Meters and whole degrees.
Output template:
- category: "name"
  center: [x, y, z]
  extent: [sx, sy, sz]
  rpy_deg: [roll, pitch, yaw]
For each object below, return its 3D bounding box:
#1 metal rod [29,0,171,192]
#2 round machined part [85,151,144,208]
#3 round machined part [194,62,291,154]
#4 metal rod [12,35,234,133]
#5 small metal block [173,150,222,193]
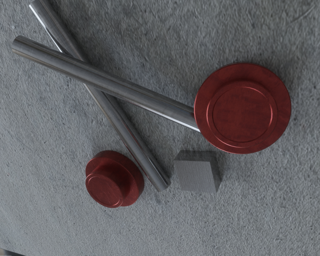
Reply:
- category: "metal rod"
  center: [-0.074, -0.036, 0.423]
  extent: [0.025, 0.025, 0.299]
  rpy_deg: [-23, 106, 36]
- category: "round machined part"
  center: [-0.078, 0.088, 0.491]
  extent: [0.098, 0.042, 0.097]
  rpy_deg: [13, 124, 21]
- category: "round machined part"
  center: [0.084, -0.018, 0.322]
  extent: [0.098, 0.042, 0.097]
  rpy_deg: [3, 107, 12]
- category: "metal rod"
  center: [-0.041, -0.046, 0.378]
  extent: [0.301, 0.025, 0.025]
  rpy_deg: [23, 127, 5]
- category: "small metal block"
  center: [0.051, 0.058, 0.416]
  extent: [0.050, 0.025, 0.050]
  rpy_deg: [-1, 118, 28]
